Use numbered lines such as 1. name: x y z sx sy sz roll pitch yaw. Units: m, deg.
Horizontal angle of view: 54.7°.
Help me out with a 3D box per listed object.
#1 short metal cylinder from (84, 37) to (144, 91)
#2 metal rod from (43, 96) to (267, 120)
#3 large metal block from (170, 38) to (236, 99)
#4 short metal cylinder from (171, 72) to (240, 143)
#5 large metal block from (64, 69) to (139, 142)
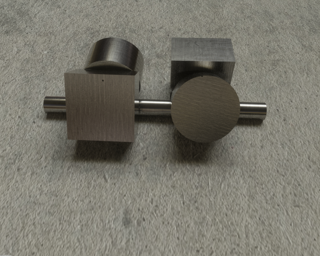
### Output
1. short metal cylinder: -0.065 -0.078 0.434 0.080 0.080 0.050 3 50 2
2. metal rod: -0.007 -0.028 0.430 0.302 0.025 0.025 2 50 1
3. large metal block: 0.055 -0.077 0.434 0.080 0.080 0.050 1 50 1
4. short metal cylinder: 0.054 -0.027 0.385 0.080 0.079 0.050 1 15 1
5. large metal block: -0.069 -0.030 0.385 0.080 0.079 0.050 2 16 1
